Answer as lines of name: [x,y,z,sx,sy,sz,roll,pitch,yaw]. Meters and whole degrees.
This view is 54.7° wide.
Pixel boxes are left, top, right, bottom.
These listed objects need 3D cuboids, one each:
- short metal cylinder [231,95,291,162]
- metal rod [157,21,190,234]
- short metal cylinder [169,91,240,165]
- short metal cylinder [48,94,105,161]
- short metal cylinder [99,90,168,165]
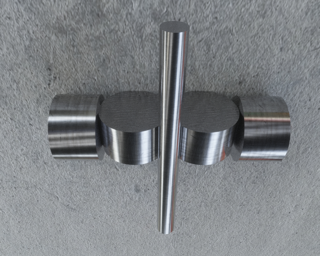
short metal cylinder: [0.116,0.001,0.375,0.050,0.080,0.079,1,130,-1]
metal rod: [0.010,0.029,0.353,0.025,0.025,0.298,0,130,-1]
short metal cylinder: [0.050,-0.002,0.371,0.081,0.080,0.050,1,130,-1]
short metal cylinder: [-0.095,-0.001,0.371,0.050,0.080,0.079,1,130,-1]
short metal cylinder: [-0.030,-0.002,0.371,0.081,0.080,0.050,1,130,-1]
